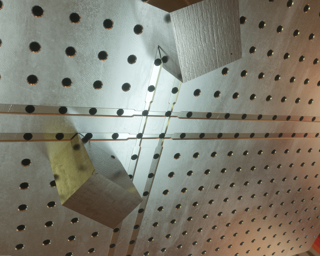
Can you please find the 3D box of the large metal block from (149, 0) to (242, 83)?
[{"bbox_3d":[0.043,-0.109,0.352,0.081,0.050,0.080,-25,128,-13],"label":"large metal block"}]

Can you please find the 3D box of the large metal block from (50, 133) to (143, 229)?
[{"bbox_3d":[-0.078,0.064,0.374,0.050,0.080,0.080,-45,130,3],"label":"large metal block"}]
